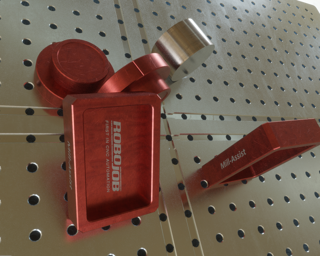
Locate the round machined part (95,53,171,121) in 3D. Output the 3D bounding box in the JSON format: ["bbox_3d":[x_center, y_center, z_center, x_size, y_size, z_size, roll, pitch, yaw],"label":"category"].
[{"bbox_3d":[-0.026,-0.042,0.374,0.099,0.098,0.042,-31,81,-38],"label":"round machined part"}]

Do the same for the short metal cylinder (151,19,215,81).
[{"bbox_3d":[0.034,-0.115,0.464,0.081,0.080,0.050,-30,79,-38],"label":"short metal cylinder"}]

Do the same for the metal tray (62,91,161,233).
[{"bbox_3d":[-0.046,0.030,0.313,0.091,0.030,0.129,-7,106,-32],"label":"metal tray"}]

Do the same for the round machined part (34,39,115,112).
[{"bbox_3d":[-0.102,-0.072,0.387,0.099,0.042,0.098,14,56,-21],"label":"round machined part"}]

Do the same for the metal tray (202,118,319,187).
[{"bbox_3d":[0.125,0.034,0.389,0.091,0.129,0.030,-4,64,-31],"label":"metal tray"}]
